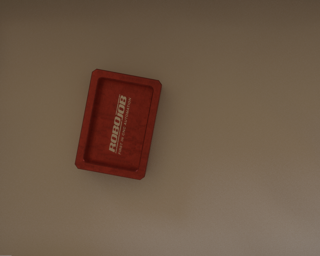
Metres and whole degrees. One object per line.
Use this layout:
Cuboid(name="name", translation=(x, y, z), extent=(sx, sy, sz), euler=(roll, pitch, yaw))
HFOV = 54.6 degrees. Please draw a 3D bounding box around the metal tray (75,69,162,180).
Cuboid(name="metal tray", translation=(-0.053, -0.005, 0.408), extent=(0.090, 0.030, 0.129), euler=(11, 90, 0))
